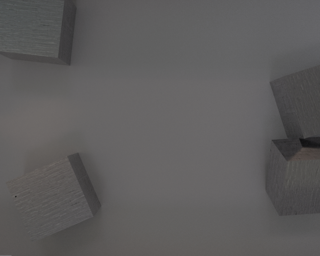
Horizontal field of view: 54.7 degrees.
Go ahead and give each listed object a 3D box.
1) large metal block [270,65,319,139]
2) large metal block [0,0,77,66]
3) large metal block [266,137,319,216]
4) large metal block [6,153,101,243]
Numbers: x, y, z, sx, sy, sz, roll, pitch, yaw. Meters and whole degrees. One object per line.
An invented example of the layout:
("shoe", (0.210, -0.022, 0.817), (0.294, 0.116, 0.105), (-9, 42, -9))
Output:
("large metal block", (0.201, -0.037, 0.400), (0.080, 0.050, 0.080), (-18, 90, 0))
("large metal block", (-0.158, -0.129, 0.397), (0.080, 0.050, 0.080), (6, 90, 0))
("large metal block", (0.183, 0.059, 0.385), (0.080, 0.050, 0.079), (-4, 117, 0))
("large metal block", (-0.133, 0.086, 0.398), (0.080, 0.050, 0.080), (-23, 90, 0))
